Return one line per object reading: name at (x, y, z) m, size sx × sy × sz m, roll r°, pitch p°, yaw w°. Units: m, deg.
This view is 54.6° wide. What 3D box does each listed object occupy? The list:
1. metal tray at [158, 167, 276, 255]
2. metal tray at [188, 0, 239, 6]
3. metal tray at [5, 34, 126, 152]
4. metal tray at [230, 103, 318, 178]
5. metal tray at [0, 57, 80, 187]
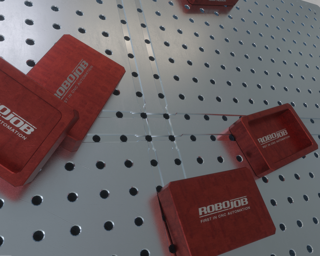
metal tray at (0.071, 0.103, 0.380) m, size 0.131 × 0.030 × 0.090 m, roll -5°, pitch 64°, yaw -30°
metal tray at (0.099, -0.297, 0.638) m, size 0.131 × 0.030 × 0.090 m, roll -14°, pitch 69°, yaw -34°
metal tray at (-0.108, -0.047, 0.375) m, size 0.090 × 0.030 × 0.130 m, roll 30°, pitch 52°, yaw -9°
metal tray at (0.183, 0.015, 0.492) m, size 0.131 × 0.030 × 0.090 m, roll -15°, pitch 70°, yaw -34°
metal tray at (-0.158, -0.016, 0.300) m, size 0.130 × 0.030 × 0.090 m, roll 36°, pitch 85°, yaw -5°
